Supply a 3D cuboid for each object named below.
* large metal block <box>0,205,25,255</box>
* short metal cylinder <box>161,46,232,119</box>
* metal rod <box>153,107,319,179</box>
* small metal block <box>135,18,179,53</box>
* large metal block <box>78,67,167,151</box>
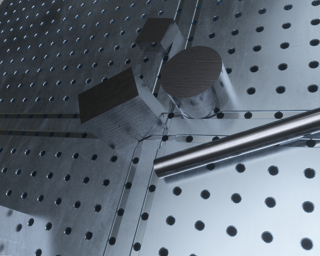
[{"bbox_3d":[-0.232,0.160,0.413,0.080,0.050,0.080,-26,53,11],"label":"large metal block"},{"bbox_3d":[0.048,-0.059,0.402,0.080,0.050,0.080,-13,56,20],"label":"short metal cylinder"},{"bbox_3d":[0.134,0.003,0.335,0.301,0.025,0.025,-19,55,16],"label":"metal rod"},{"bbox_3d":[-0.004,-0.150,0.501,0.050,0.025,0.050,14,69,33],"label":"small metal block"},{"bbox_3d":[-0.049,-0.022,0.410,0.080,0.080,0.050,-25,53,12],"label":"large metal block"}]
